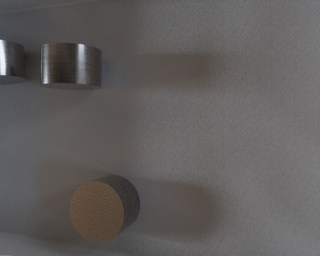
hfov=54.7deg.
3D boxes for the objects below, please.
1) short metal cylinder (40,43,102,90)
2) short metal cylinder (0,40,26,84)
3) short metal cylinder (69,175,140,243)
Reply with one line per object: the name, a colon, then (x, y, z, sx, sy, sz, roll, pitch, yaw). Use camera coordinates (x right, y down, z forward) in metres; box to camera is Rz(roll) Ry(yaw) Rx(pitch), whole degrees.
short metal cylinder: (-0.120, -0.081, 0.422, 0.080, 0.080, 0.050, 1, 91, 19)
short metal cylinder: (-0.247, -0.097, 0.466, 0.080, 0.080, 0.050, -4, 89, 19)
short metal cylinder: (-0.074, 0.108, 0.422, 0.080, 0.050, 0.079, 0, 90, 19)
